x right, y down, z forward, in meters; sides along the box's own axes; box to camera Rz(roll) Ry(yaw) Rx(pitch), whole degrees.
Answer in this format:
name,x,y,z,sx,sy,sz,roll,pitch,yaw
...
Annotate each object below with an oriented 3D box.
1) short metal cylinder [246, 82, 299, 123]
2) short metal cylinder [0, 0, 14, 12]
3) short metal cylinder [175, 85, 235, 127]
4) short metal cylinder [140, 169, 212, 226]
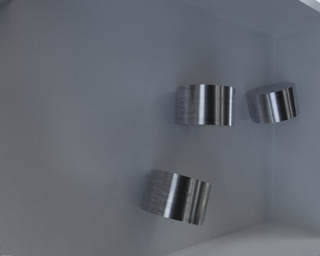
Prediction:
name,x,y,z,sx,sy,sz,roll,pitch,yaw
short metal cylinder,0.196,-0.044,0.538,0.081,0.080,0.050,-25,106,-38
short metal cylinder,-0.150,-0.134,0.245,0.080,0.080,0.050,47,62,-30
short metal cylinder,0.061,-0.028,0.425,0.081,0.080,0.050,3,88,-40
short metal cylinder,0.020,0.087,0.390,0.080,0.080,0.050,25,75,-38
